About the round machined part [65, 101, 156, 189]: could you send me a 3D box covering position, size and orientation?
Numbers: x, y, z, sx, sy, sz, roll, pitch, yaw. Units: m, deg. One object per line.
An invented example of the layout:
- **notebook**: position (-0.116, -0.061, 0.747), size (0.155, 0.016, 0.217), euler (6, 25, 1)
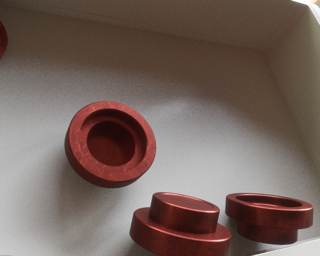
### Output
- **round machined part**: position (-0.057, 0.022, 0.350), size (0.099, 0.042, 0.098), euler (14, 56, -21)

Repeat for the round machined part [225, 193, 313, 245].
- **round machined part**: position (0.128, 0.108, 0.370), size (0.099, 0.098, 0.042), euler (5, 87, -26)

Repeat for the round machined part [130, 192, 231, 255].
- **round machined part**: position (0.022, 0.093, 0.310), size (0.099, 0.098, 0.042), euler (12, 88, -22)

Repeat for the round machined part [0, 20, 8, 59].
- **round machined part**: position (-0.214, -0.110, 0.330), size (0.098, 0.042, 0.098), euler (27, 47, -32)
